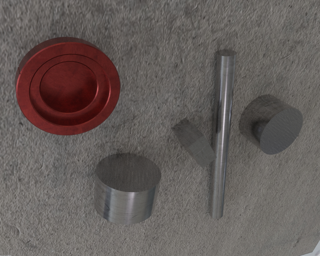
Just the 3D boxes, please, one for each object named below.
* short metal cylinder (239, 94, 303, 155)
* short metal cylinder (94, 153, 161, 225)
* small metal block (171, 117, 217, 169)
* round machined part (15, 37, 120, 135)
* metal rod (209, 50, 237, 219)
[{"bbox_3d":[0.171,-0.006,0.481,0.081,0.050,0.079,-14,124,-21],"label":"short metal cylinder"},{"bbox_3d":[-0.042,0.075,0.395,0.081,0.080,0.050,-4,121,-26],"label":"short metal cylinder"},{"bbox_3d":[0.047,0.020,0.429,0.025,0.050,0.050,-38,129,-3],"label":"small metal block"},{"bbox_3d":[-0.094,-0.045,0.317,0.099,0.042,0.097,-14,124,-21],"label":"round machined part"},{"bbox_3d":[0.093,0.029,0.475,0.025,0.025,0.298,-17,125,-19],"label":"metal rod"}]
